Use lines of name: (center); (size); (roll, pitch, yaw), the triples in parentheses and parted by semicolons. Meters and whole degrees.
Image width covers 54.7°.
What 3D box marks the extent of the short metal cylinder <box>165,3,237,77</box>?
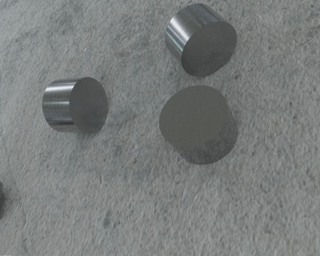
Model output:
short metal cylinder: (0.053, -0.115, 0.410); (0.080, 0.080, 0.050); (-35, 52, 5)

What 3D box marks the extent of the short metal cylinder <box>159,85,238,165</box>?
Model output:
short metal cylinder: (0.046, -0.003, 0.365); (0.080, 0.050, 0.080); (-13, 56, 20)

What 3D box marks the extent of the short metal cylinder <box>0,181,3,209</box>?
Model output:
short metal cylinder: (-0.273, 0.106, 0.444); (0.080, 0.080, 0.050); (-21, 54, 15)

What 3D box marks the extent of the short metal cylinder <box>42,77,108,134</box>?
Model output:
short metal cylinder: (-0.121, -0.033, 0.450); (0.050, 0.080, 0.080); (1, 63, 28)
